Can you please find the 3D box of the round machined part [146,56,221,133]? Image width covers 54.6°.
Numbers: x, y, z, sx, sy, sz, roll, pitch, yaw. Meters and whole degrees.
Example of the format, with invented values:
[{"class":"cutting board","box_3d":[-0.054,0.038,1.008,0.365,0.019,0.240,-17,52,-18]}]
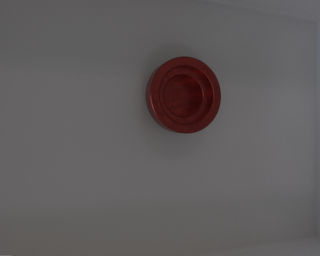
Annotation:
[{"class":"round machined part","box_3d":[0.027,-0.042,0.411,0.099,0.042,0.097,0,90,-20]}]
